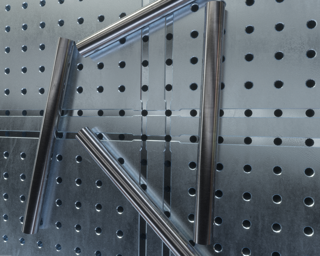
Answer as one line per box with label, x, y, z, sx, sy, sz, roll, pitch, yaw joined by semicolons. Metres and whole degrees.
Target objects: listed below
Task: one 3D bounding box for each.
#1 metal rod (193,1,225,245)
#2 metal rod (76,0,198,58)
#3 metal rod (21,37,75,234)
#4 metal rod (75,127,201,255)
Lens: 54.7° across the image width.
metal rod;0.062;-0.005;0.390;0.025;0.025;0.298;3;91;19
metal rod;0.019;-0.166;0.405;0.300;0.025;0.025;-21;83;18
metal rod;-0.170;0.014;0.470;0.025;0.025;0.298;14;94;19
metal rod;-0.013;0.113;0.416;0.300;0.025;0.025;47;104;13
